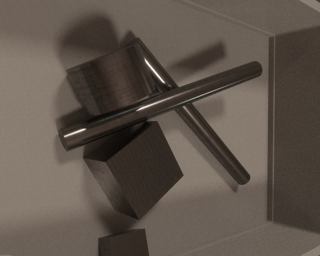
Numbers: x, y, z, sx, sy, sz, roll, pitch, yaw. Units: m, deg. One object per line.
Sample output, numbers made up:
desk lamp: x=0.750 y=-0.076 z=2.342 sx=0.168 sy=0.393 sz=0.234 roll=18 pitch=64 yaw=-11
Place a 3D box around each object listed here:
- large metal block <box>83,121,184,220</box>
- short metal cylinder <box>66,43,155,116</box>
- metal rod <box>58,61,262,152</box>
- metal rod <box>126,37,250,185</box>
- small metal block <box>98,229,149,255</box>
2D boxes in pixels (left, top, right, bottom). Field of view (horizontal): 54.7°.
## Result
large metal block: x=-0.029 y=0.047 z=0.368 sx=0.080 sy=0.050 sz=0.080 roll=-40 pitch=115 yaw=-33
short metal cylinder: x=-0.051 y=-0.052 z=0.329 sx=0.081 sy=0.080 sz=0.050 roll=-33 pitch=111 yaw=-35
metal rod: x=0.022 y=-0.038 z=0.395 sx=0.302 sy=0.025 sz=0.025 roll=-23 pitch=105 yaw=-28
metal rod: x=0.054 y=-0.008 z=0.454 sx=0.300 sy=0.025 sz=0.025 roll=47 pitch=62 yaw=-30
small metal block: x=-0.041 y=0.150 z=0.366 sx=0.050 sy=0.025 sz=0.050 roll=1 pitch=74 yaw=-40
